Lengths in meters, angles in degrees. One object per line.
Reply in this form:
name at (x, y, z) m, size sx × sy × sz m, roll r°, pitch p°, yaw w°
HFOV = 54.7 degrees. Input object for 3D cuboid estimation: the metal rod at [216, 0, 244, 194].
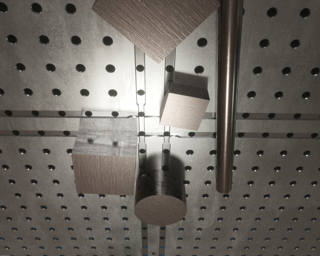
metal rod at (0.085, -0.018, 0.397) m, size 0.025 × 0.025 × 0.298 m, roll -5°, pitch 130°, yaw 4°

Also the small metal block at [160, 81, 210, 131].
small metal block at (0.029, -0.027, 0.390) m, size 0.050 × 0.025 × 0.050 m, roll 9°, pitch 130°, yaw -9°

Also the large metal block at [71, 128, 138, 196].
large metal block at (-0.075, 0.049, 0.436) m, size 0.081 × 0.050 × 0.079 m, roll 4°, pitch 130°, yaw -4°

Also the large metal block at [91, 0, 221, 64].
large metal block at (-0.004, -0.122, 0.291) m, size 0.080 × 0.050 × 0.080 m, roll 35°, pitch 121°, yaw -27°

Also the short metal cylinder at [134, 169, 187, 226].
short metal cylinder at (0.001, 0.110, 0.489) m, size 0.081 × 0.050 × 0.079 m, roll 0°, pitch 130°, yaw 0°
